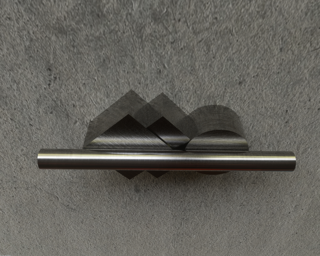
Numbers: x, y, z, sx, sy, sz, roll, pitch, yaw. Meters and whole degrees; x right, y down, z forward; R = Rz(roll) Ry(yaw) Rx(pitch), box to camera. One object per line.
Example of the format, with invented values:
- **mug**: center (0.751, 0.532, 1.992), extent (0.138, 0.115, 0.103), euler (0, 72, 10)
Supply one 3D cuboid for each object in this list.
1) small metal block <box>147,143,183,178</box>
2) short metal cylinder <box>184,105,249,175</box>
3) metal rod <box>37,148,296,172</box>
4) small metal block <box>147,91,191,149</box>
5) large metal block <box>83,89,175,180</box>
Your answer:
- **small metal block**: center (0.006, 0.032, 0.421), extent (0.050, 0.050, 0.025), euler (-35, 122, 25)
- **short metal cylinder**: center (0.070, 0.016, 0.406), extent (0.081, 0.050, 0.079), euler (0, 130, 0)
- **metal rod**: center (0.009, 0.039, 0.374), extent (0.302, 0.025, 0.025), euler (1, 130, -1)
- **small metal block**: center (0.011, -0.009, 0.385), extent (0.025, 0.050, 0.050), euler (-35, 122, 26)
- **large metal block**: center (-0.038, 0.011, 0.399), extent (0.080, 0.050, 0.080), euler (-35, 122, 25)
